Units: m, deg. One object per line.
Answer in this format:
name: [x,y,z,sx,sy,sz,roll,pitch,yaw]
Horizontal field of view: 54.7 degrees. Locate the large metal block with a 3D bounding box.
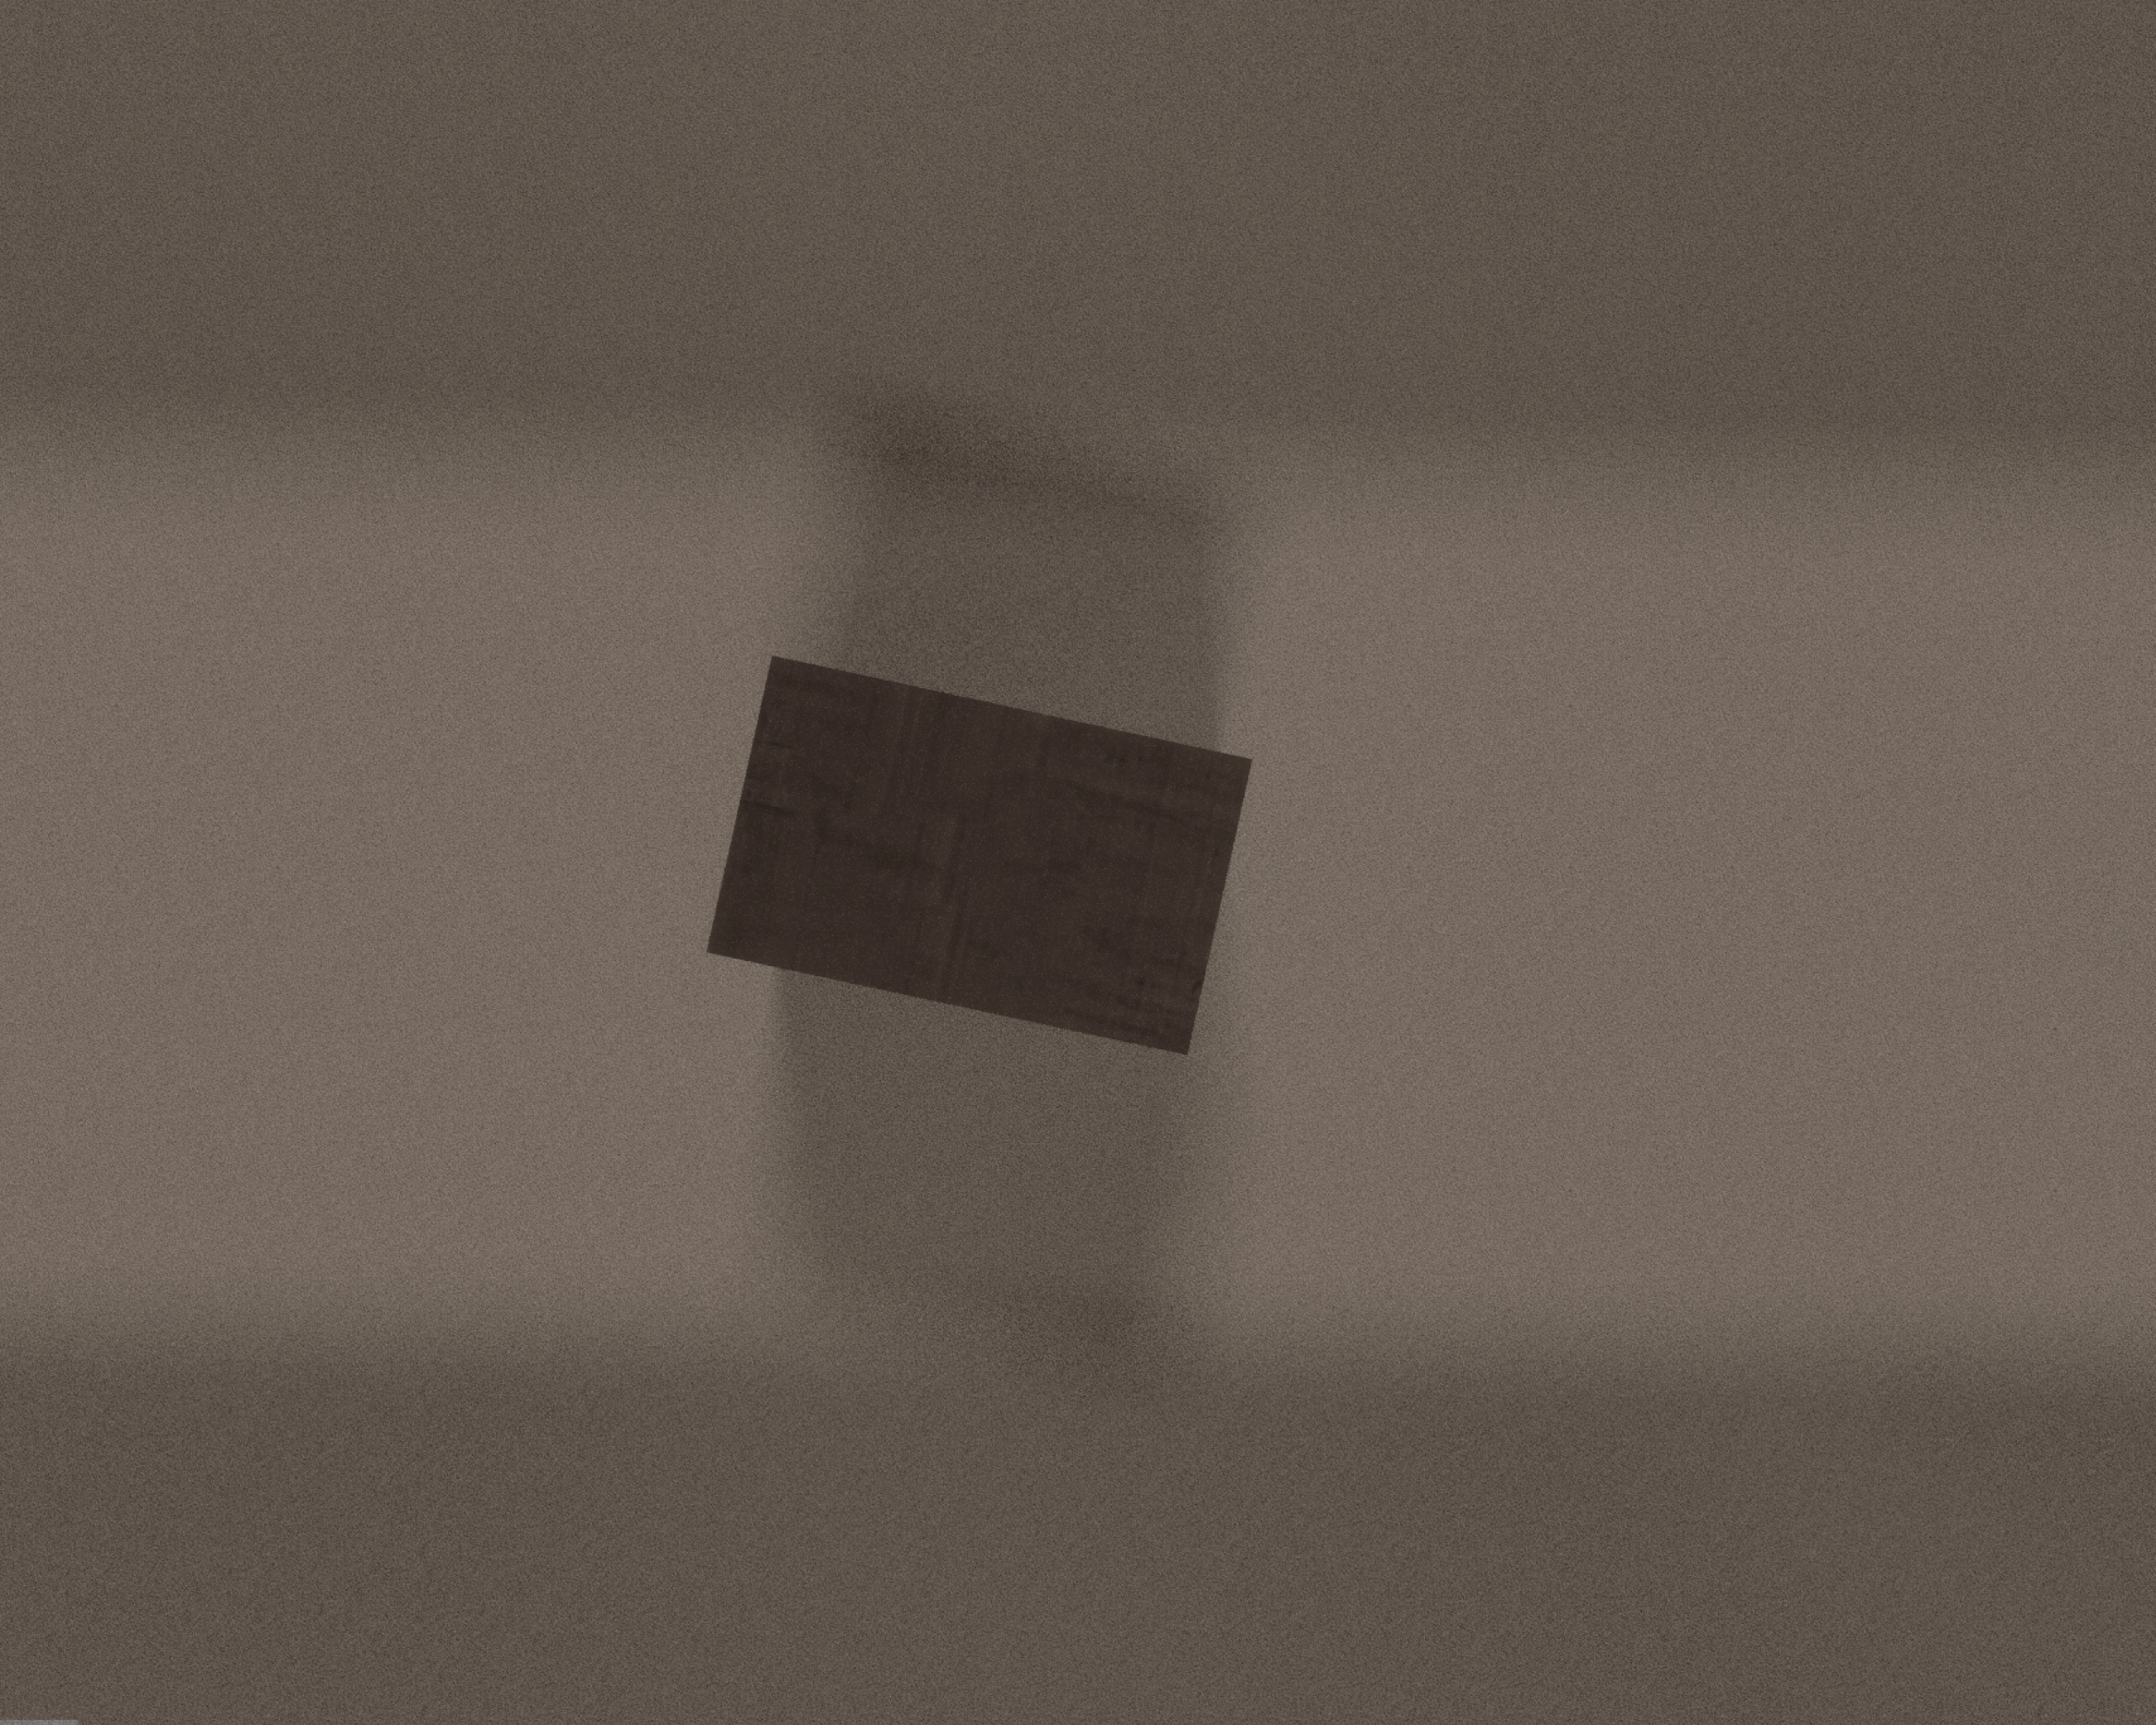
large metal block: [-0.016,-0.001,0.381,0.080,0.080,0.050,12,90,-1]
